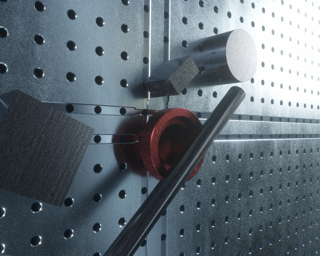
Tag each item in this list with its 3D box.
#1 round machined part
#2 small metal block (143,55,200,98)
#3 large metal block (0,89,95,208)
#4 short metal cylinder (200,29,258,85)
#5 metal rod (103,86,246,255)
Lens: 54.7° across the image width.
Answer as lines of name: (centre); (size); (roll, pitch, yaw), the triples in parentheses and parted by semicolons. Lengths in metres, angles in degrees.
round machined part: (0.013, 0.023, 0.411); (0.099, 0.042, 0.097); (0, 90, -40)
small metal block: (0.015, -0.067, 0.407); (0.050, 0.050, 0.025); (-50, 120, -29)
large metal block: (-0.122, 0.020, 0.292); (0.080, 0.050, 0.080); (32, 70, -36)
short metal cylinder: (0.109, -0.110, 0.487); (0.081, 0.050, 0.079); (0, 90, -40)
metal rod: (0.027, 0.049, 0.379); (0.301, 0.025, 0.025); (-50, 120, -29)
